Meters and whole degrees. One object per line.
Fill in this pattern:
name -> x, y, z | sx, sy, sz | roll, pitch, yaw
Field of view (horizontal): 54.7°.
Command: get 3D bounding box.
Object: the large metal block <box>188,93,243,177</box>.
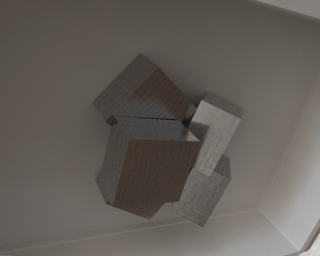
large metal block -> 0.065, 0.005, 0.403 | 0.079, 0.050, 0.080 | -65, 171, 18

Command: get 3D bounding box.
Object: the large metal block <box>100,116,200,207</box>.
large metal block -> -0.013, 0.036, 0.340 | 0.081, 0.050, 0.079 | 3, 116, -29

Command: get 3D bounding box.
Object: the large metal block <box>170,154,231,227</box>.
large metal block -> 0.060, 0.079, 0.446 | 0.050, 0.080, 0.079 | 26, 108, 3

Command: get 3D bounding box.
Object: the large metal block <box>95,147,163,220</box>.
large metal block -> -0.025, 0.067, 0.416 | 0.080, 0.050, 0.080 | 34, 99, -39

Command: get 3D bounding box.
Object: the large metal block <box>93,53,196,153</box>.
large metal block -> -0.017, -0.026, 0.367 | 0.080, 0.050, 0.080 | -45, 130, 3
